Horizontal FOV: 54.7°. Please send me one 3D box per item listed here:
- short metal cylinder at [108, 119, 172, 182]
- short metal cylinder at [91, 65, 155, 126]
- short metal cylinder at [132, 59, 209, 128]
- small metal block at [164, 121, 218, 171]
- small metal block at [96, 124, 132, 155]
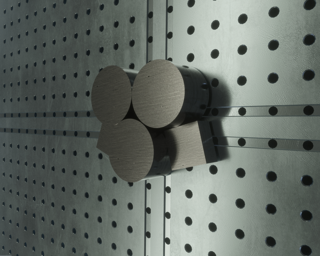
[{"bbox_3d":[-0.022,0.028,0.406,0.080,0.050,0.079,0,90,40],"label":"short metal cylinder"},{"bbox_3d":[-0.050,-0.043,0.429,0.080,0.050,0.079,0,90,40],"label":"short metal cylinder"},{"bbox_3d":[0.012,-0.040,0.378,0.080,0.050,0.079,0,90,40],"label":"short metal cylinder"},{"bbox_3d":[0.037,0.022,0.375,0.050,0.025,0.050,-18,79,38],"label":"small metal block"},{"bbox_3d":[-0.064,0.015,0.457,0.050,0.025,0.050,26,107,37],"label":"small metal block"}]
